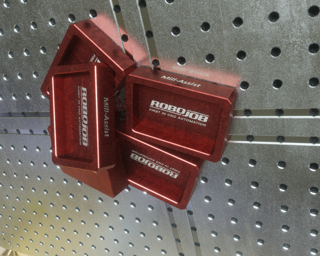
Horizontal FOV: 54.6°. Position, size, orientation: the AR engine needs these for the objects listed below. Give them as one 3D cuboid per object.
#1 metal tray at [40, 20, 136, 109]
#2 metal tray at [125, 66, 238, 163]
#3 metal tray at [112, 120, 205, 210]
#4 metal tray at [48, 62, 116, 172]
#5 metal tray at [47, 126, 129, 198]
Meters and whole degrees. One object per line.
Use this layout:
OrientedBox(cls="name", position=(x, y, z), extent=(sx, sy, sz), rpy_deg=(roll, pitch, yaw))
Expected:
OrientedBox(cls="metal tray", position=(-0.101, -0.066, 0.420), extent=(0.090, 0.030, 0.129), rpy_deg=(43, 129, -1))
OrientedBox(cls="metal tray", position=(0.021, -0.017, 0.385), extent=(0.130, 0.030, 0.089), rpy_deg=(17, 126, 18))
OrientedBox(cls="metal tray", position=(-0.009, 0.053, 0.445), extent=(0.130, 0.030, 0.089), rpy_deg=(23, 128, 14))
OrientedBox(cls="metal tray", position=(-0.101, -0.015, 0.397), extent=(0.090, 0.030, 0.129), rpy_deg=(2, 96, 35))
OrientedBox(cls="metal tray", position=(-0.111, 0.044, 0.472), extent=(0.130, 0.030, 0.089), rpy_deg=(16, 127, 36))
